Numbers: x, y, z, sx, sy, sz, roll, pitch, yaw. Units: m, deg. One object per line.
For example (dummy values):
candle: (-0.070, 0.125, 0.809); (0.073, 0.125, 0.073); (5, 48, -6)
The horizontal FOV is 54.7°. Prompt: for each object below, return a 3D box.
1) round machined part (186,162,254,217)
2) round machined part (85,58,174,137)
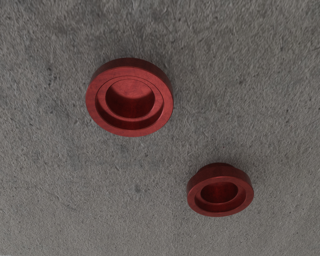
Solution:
round machined part: (0.089, 0.091, 0.474); (0.099, 0.042, 0.097); (0, 130, 0)
round machined part: (-0.034, -0.039, 0.362); (0.099, 0.042, 0.097); (0, 130, 0)
